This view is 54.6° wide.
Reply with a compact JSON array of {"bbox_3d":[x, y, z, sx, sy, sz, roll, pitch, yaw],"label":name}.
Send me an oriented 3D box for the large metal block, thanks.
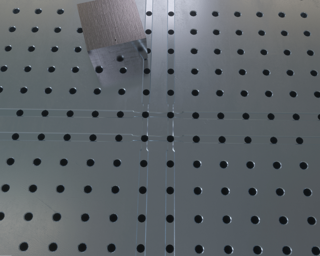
[{"bbox_3d":[-0.068,-0.139,0.449,0.080,0.050,0.080,-14,71,-5],"label":"large metal block"}]
